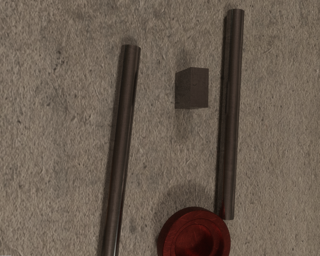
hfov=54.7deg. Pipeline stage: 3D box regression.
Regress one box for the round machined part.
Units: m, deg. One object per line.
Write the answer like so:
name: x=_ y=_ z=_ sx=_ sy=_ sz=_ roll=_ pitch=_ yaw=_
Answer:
round machined part: x=0.042 y=0.154 z=0.417 sx=0.099 sy=0.042 sz=0.097 roll=0 pitch=90 yaw=-21

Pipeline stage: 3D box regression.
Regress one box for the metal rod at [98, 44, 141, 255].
metal rod: x=-0.053 y=0.045 z=0.390 sx=0.025 sy=0.025 sz=0.298 roll=7 pitch=88 yaw=-20

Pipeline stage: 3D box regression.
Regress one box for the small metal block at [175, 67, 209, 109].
small metal block: x=0.041 y=-0.051 z=0.412 sx=0.025 sy=0.050 sz=0.050 roll=1 pitch=90 yaw=-20

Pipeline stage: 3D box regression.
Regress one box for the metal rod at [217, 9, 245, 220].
metal rod: x=0.102 y=-0.020 z=0.448 sx=0.025 sy=0.025 sz=0.298 roll=4 pitch=89 yaw=-20
